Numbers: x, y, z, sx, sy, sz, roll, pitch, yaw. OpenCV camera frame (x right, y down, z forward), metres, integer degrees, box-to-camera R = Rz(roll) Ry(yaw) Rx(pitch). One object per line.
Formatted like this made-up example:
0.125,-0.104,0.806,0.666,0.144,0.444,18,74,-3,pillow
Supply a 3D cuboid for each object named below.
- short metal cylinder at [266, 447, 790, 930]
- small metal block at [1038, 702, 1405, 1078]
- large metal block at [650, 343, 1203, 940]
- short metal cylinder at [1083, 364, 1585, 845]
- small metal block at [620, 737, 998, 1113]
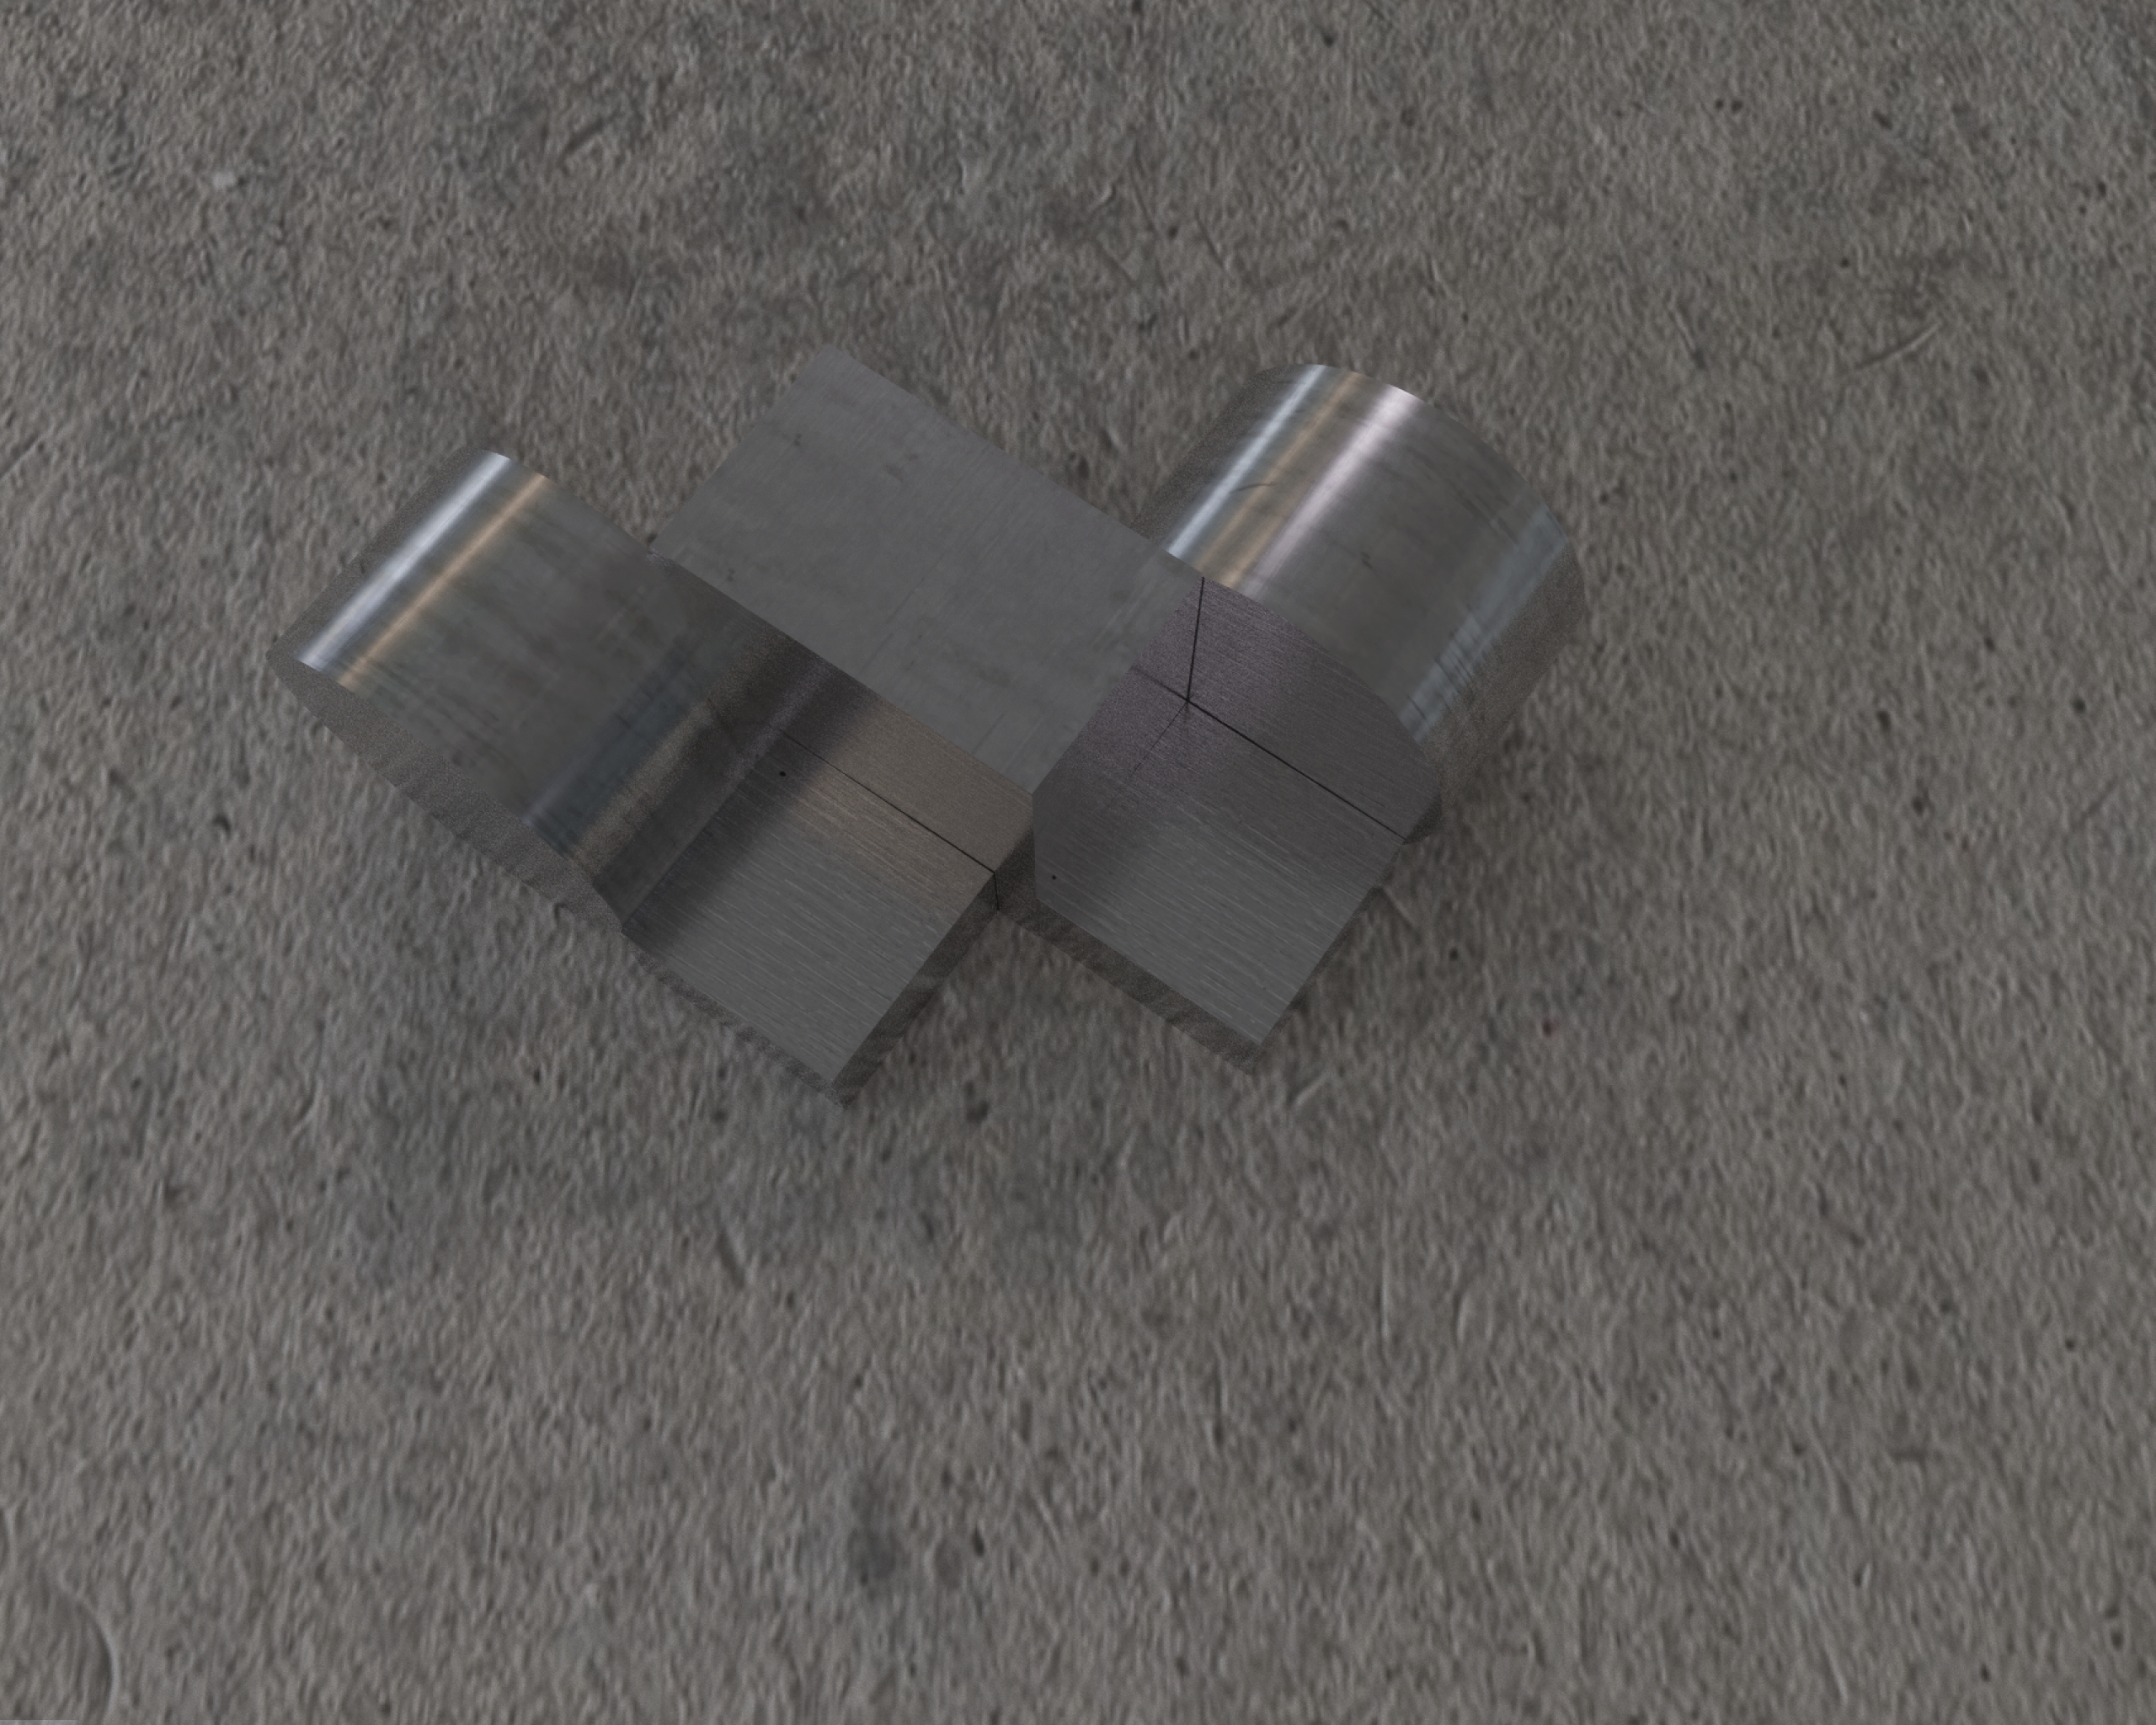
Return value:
-0.102,-0.031,0.391,0.080,0.080,0.050,33,74,11,short metal cylinder
0.027,0.005,0.408,0.050,0.025,0.050,34,73,11,small metal block
-0.026,-0.039,0.395,0.080,0.080,0.050,33,73,11,large metal block
0.048,-0.048,0.398,0.080,0.080,0.050,34,74,11,short metal cylinder
-0.051,0.012,0.405,0.050,0.025,0.050,34,73,11,small metal block
